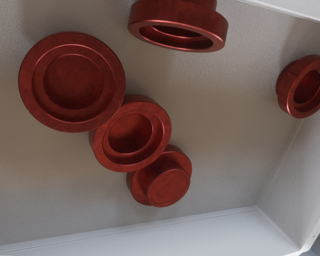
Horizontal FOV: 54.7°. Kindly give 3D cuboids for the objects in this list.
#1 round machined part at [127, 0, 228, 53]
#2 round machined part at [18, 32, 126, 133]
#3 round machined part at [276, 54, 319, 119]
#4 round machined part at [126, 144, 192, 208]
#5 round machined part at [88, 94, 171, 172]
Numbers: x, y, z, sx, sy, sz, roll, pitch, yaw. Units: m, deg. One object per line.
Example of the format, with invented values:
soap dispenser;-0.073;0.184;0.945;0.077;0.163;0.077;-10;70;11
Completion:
round machined part;0.020;-0.110;0.310;0.099;0.098;0.042;10;92;-33
round machined part;-0.087;-0.047;0.312;0.099;0.042;0.097;-6;112;-15
round machined part;0.220;-0.067;0.480;0.099;0.042;0.097;-14;125;-21
round machined part;0.005;0.076;0.449;0.099;0.042;0.097;-14;125;-21
round machined part;-0.039;0.003;0.379;0.099;0.042;0.097;-14;125;-21
